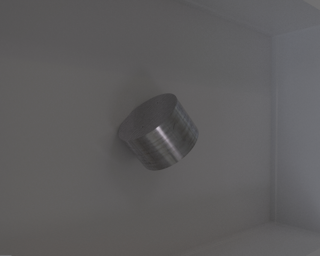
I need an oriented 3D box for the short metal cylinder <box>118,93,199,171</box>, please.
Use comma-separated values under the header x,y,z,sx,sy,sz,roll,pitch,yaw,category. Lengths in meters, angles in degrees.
x,y,z,sx,sy,sz,roll,pitch,yaw,category
-0.002,0.004,0.368,0.080,0.080,0.050,-52,120,-27,short metal cylinder
